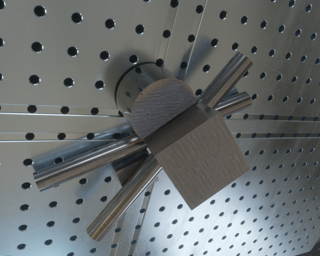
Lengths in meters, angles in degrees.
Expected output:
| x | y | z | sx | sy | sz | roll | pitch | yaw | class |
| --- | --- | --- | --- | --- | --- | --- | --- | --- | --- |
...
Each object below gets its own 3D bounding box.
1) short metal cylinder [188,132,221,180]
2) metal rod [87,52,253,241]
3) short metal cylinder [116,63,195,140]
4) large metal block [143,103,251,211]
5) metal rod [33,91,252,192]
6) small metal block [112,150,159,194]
| x | y | z | sx | sy | sz | roll | pitch | yaw | class |
| --- | --- | --- | --- | --- | --- | --- | --- | --- | --- |
| 0.056 | 0.047 | 0.431 | 0.050 | 0.080 | 0.080 | -37 | 129 | -3 | short metal cylinder |
| 0.008 | 0.028 | 0.397 | 0.299 | 0.025 | 0.025 | -50 | 129 | 7 | metal rod |
| -0.006 | -0.030 | 0.369 | 0.081 | 0.050 | 0.079 | -14 | 124 | -21 | short metal cylinder |
| 0.041 | 0.030 | 0.350 | 0.080 | 0.050 | 0.080 | -34 | 112 | -5 | large metal block |
| -0.010 | 0.011 | 0.408 | 0.302 | 0.025 | 0.025 | -21 | 127 | -16 | metal rod |
| -0.034 | 0.059 | 0.425 | 0.050 | 0.025 | 0.050 | -25 | 128 | -13 | small metal block |
